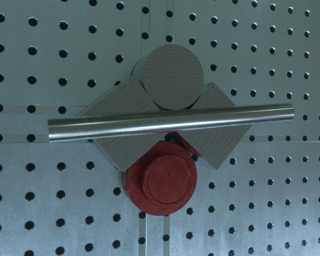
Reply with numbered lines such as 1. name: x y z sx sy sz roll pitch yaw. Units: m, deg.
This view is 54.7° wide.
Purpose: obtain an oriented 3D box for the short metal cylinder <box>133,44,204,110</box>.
1. short metal cylinder: 0.009 -0.062 0.399 0.081 0.050 0.079 0 90 -20

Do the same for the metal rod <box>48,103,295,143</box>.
1. metal rod: 0.029 -0.009 0.364 0.303 0.025 0.025 -5 92 -20

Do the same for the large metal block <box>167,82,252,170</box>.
1. large metal block: 0.062 -0.003 0.416 0.080 0.050 0.080 44 77 -15

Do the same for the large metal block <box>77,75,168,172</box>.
1. large metal block: -0.045 -0.006 0.379 0.080 0.050 0.080 -41 105 -16

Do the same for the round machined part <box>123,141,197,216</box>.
1. round machined part: 0.005 0.065 0.401 0.099 0.042 0.097 0 90 -20
